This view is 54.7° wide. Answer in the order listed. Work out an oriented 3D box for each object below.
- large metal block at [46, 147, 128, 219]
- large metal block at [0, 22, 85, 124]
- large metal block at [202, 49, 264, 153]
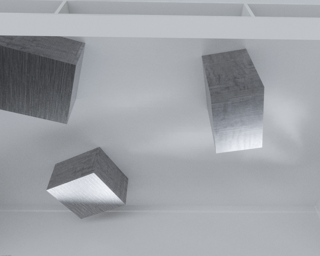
[{"bbox_3d":[-0.105,0.084,0.463,0.080,0.050,0.080,-21,127,17],"label":"large metal block"},{"bbox_3d":[-0.133,-0.058,0.342,0.081,0.050,0.079,13,129,-11],"label":"large metal block"},{"bbox_3d":[0.080,-0.031,0.347,0.050,0.080,0.080,-8,130,7],"label":"large metal block"}]
